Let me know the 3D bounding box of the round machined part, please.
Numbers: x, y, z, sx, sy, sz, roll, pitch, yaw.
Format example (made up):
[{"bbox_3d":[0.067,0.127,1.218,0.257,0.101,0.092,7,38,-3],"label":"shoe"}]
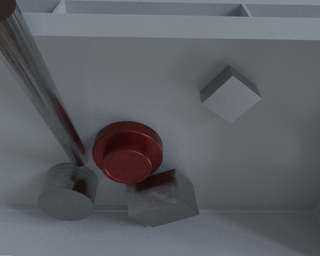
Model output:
[{"bbox_3d":[-0.045,0.041,0.432,0.099,0.042,0.097,-1,130,0],"label":"round machined part"}]

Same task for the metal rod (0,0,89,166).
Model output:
[{"bbox_3d":[-0.104,-0.012,0.309,0.025,0.025,0.299,3,158,-3],"label":"metal rod"}]

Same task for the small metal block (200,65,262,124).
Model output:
[{"bbox_3d":[0.085,-0.040,0.377,0.050,0.025,0.050,31,123,-24],"label":"small metal block"}]

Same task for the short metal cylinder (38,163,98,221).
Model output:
[{"bbox_3d":[-0.139,0.099,0.475,0.081,0.050,0.079,0,130,0],"label":"short metal cylinder"}]

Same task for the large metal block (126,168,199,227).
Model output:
[{"bbox_3d":[0.005,0.109,0.471,0.080,0.050,0.080,-20,146,16],"label":"large metal block"}]
